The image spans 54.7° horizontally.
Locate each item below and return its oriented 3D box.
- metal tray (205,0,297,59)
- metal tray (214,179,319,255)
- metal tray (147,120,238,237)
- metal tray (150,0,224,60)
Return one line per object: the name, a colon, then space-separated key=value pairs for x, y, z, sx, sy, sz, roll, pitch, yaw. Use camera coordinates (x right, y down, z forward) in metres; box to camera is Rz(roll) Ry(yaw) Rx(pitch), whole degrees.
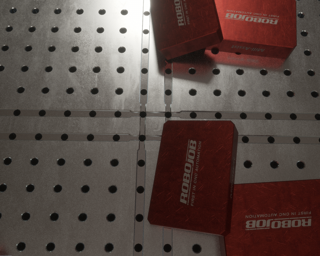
metal tray: x=0.135 y=-0.158 z=0.469 sx=0.131 sy=0.030 sz=0.090 roll=8 pitch=70 yaw=2
metal tray: x=0.136 y=0.111 z=0.370 sx=0.131 sy=0.030 sz=0.090 roll=-3 pitch=70 yaw=-2
metal tray: x=0.042 y=0.056 z=0.372 sx=0.090 sy=0.030 sz=0.130 roll=1 pitch=68 yaw=24
metal tray: x=0.035 y=-0.174 z=0.456 sx=0.090 sy=0.030 sz=0.129 roll=-14 pitch=69 yaw=18
